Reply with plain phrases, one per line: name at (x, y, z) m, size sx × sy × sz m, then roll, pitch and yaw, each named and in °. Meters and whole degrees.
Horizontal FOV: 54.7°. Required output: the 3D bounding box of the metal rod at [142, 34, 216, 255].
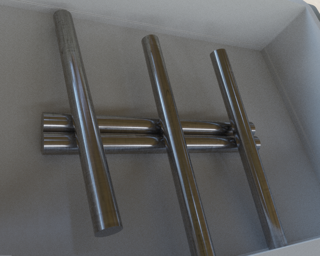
metal rod at (0.016, 0.007, 0.378) m, size 0.025 × 0.025 × 0.299 m, roll 1°, pitch 61°, yaw -28°

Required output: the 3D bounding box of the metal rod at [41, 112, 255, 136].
metal rod at (0.005, -0.001, 0.409) m, size 0.303 × 0.025 × 0.025 m, roll 2°, pitch 61°, yaw -28°

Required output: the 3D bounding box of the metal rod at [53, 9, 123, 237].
metal rod at (-0.088, -0.031, 0.345) m, size 0.025 × 0.025 × 0.299 m, roll -1°, pitch 54°, yaw -29°

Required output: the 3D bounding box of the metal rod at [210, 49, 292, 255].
metal rod at (0.120, 0.028, 0.425) m, size 0.025 × 0.025 × 0.299 m, roll -4°, pitch 72°, yaw -30°

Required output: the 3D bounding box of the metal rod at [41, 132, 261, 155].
metal rod at (0.009, 0.020, 0.398) m, size 0.303 × 0.025 × 0.025 m, roll 2°, pitch 61°, yaw -28°
